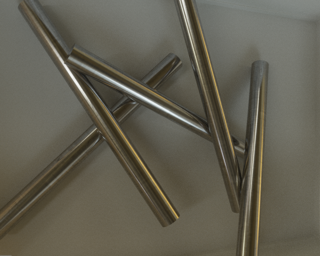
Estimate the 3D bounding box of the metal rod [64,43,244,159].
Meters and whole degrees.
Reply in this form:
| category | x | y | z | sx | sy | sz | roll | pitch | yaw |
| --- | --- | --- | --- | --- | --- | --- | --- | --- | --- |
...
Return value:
| category | x | y | z | sx | sy | sz | roll | pitch | yaw |
| --- | --- | --- | --- | --- | --- | --- | --- | --- | --- |
| metal rod | 0.024 | -0.018 | 0.398 | 0.301 | 0.025 | 0.025 | 27 | 81 | -26 |

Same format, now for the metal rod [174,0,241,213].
| category | x | y | z | sx | sy | sz | roll | pitch | yaw |
| --- | --- | --- | --- | --- | --- | --- | --- | --- | --- |
| metal rod | 0.066 | -0.033 | 0.392 | 0.025 | 0.025 | 0.298 | -20 | 99 | -19 |

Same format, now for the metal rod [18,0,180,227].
| category | x | y | z | sx | sy | sz | roll | pitch | yaw |
| --- | --- | --- | --- | --- | --- | --- | --- | --- | --- |
| metal rod | -0.069 | -0.016 | 0.359 | 0.025 | 0.025 | 0.299 | -34 | 92 | -17 |

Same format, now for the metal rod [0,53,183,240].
| category | x | y | z | sx | sy | sz | roll | pitch | yaw |
| --- | --- | --- | --- | --- | --- | --- | --- | --- | --- |
| metal rod | -0.082 | 0.012 | 0.380 | 0.301 | 0.025 | 0.025 | -45 | 104 | -15 |

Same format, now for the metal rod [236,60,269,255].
| category | x | y | z | sx | sy | sz | roll | pitch | yaw |
| --- | --- | --- | --- | --- | --- | --- | --- | --- | --- |
| metal rod | 0.123 | 0.039 | 0.405 | 0.025 | 0.025 | 0.299 | 21 | 64 | -19 |
